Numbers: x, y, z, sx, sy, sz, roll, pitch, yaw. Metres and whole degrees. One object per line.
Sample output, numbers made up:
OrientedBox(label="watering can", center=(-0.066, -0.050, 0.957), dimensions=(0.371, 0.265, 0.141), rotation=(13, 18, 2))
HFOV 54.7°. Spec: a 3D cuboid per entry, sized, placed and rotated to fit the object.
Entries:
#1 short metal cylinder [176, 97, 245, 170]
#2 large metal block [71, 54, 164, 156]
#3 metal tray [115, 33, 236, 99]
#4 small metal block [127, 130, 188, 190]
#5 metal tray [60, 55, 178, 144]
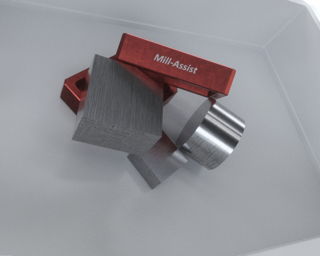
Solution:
OrientedBox(label="short metal cylinder", center=(0.064, 0.007, 0.401), dimensions=(0.050, 0.080, 0.080), rotation=(34, 51, -6))
OrientedBox(label="large metal block", center=(-0.044, -0.023, 0.338), dimensions=(0.081, 0.050, 0.080), rotation=(15, 56, -20))
OrientedBox(label="metal tray", center=(0.017, -0.071, 0.379), dimensions=(0.131, 0.090, 0.030), rotation=(18, 92, -1))
OrientedBox(label="small metal block", center=(-0.003, 0.038, 0.380), dimensions=(0.050, 0.025, 0.050), rotation=(-33, 80, -38))
OrientedBox(label="metal tray", center=(-0.049, -0.047, 0.403), dimensions=(0.090, 0.030, 0.131), rotation=(47, 51, 4))
